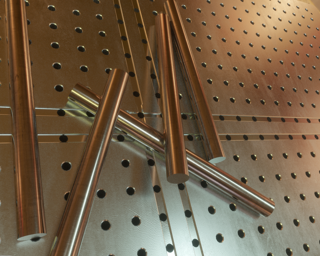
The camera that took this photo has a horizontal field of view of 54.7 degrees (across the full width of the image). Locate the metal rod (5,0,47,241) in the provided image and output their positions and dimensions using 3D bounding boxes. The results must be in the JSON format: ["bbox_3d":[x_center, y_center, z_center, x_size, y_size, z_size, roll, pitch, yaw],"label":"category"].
[{"bbox_3d":[-0.153,-0.032,0.345,0.025,0.025,0.299,-1,62,-29],"label":"metal rod"}]

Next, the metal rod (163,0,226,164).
[{"bbox_3d":[0.048,-0.087,0.488,0.025,0.025,0.299,2,61,-28],"label":"metal rod"}]

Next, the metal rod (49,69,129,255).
[{"bbox_3d":[-0.076,0.063,0.310,0.025,0.025,0.300,21,59,-16],"label":"metal rod"}]

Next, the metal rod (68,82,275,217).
[{"bbox_3d":[0.021,0.032,0.401,0.301,0.025,0.025,31,52,-8],"label":"metal rod"}]

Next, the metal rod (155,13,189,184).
[{"bbox_3d":[0.012,-0.063,0.434,0.025,0.025,0.300,13,50,-21],"label":"metal rod"}]
